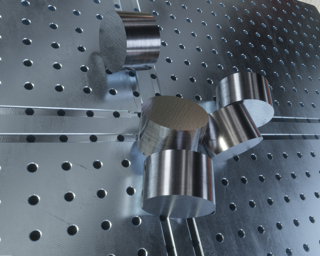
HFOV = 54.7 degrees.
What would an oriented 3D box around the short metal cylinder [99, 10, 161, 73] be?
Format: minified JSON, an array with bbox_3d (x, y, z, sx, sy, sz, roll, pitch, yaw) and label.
[{"bbox_3d":[-0.043,-0.117,0.423,0.050,0.080,0.080,-12,68,-34],"label":"short metal cylinder"}]

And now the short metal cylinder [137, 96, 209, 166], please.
[{"bbox_3d":[0.014,0.001,0.380,0.081,0.050,0.080,8,32,-5],"label":"short metal cylinder"}]

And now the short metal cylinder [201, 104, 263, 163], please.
[{"bbox_3d":[0.089,0.010,0.417,0.081,0.080,0.050,-11,68,-33],"label":"short metal cylinder"}]

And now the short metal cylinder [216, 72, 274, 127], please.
[{"bbox_3d":[0.126,-0.039,0.467,0.081,0.080,0.050,16,56,-20],"label":"short metal cylinder"}]

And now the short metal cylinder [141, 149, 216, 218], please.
[{"bbox_3d":[0.020,0.065,0.346,0.081,0.080,0.050,16,56,-20],"label":"short metal cylinder"}]
